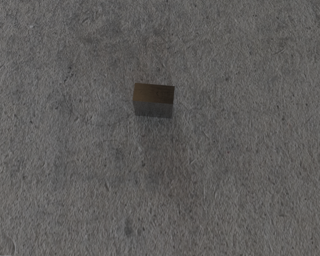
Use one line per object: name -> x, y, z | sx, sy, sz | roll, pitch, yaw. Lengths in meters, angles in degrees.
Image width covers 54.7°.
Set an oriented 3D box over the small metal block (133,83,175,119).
small metal block -> -0.008, -0.035, 0.408 | 0.050, 0.050, 0.025 | 5, 70, 1
